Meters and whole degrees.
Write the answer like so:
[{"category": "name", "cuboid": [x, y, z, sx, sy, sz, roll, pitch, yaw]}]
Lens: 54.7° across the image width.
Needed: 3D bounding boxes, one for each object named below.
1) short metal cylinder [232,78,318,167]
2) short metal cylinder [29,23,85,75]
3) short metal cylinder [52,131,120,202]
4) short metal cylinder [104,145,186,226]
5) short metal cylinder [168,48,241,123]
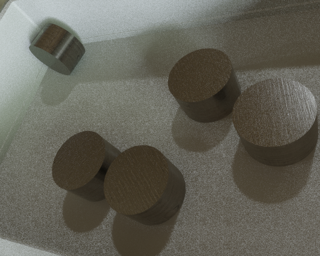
[{"category": "short metal cylinder", "cuboid": [0.123, -0.006, 0.329, 0.080, 0.050, 0.080, -13, 56, 21]}, {"category": "short metal cylinder", "cuboid": [-0.182, -0.139, 0.551, 0.080, 0.080, 0.050, 17, 71, 35]}, {"category": "short metal cylinder", "cuboid": [-0.092, 0.051, 0.407, 0.080, 0.050, 0.080, -13, 56, 21]}, {"category": "short metal cylinder", "cuboid": [-0.017, 0.066, 0.358, 0.080, 0.050, 0.080, -13, 56, 21]}, {"category": "short metal cylinder", "cuboid": [0.057, -0.053, 0.393, 0.080, 0.050, 0.080, -13, 56, 21]}]
